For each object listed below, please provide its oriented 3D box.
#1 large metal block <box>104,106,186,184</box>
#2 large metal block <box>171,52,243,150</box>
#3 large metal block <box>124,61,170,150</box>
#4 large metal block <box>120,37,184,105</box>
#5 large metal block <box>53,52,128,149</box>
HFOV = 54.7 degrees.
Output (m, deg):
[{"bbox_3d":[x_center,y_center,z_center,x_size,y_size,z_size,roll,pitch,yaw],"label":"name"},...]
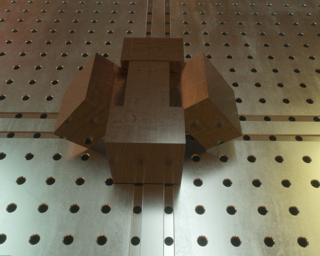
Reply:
[{"bbox_3d":[-0.015,0.021,0.353,0.081,0.080,0.050,1,50,0],"label":"large metal block"},{"bbox_3d":[0.057,-0.033,0.389,0.050,0.080,0.080,-26,43,28],"label":"large metal block"},{"bbox_3d":[-0.014,-0.028,0.394,0.050,0.080,0.080,1,50,0],"label":"large metal block"},{"bbox_3d":[-0.009,-0.079,0.436,0.081,0.080,0.050,1,50,0],"label":"large metal block"},{"bbox_3d":[-0.085,-0.033,0.390,0.050,0.080,0.080,28,43,-29],"label":"large metal block"}]
